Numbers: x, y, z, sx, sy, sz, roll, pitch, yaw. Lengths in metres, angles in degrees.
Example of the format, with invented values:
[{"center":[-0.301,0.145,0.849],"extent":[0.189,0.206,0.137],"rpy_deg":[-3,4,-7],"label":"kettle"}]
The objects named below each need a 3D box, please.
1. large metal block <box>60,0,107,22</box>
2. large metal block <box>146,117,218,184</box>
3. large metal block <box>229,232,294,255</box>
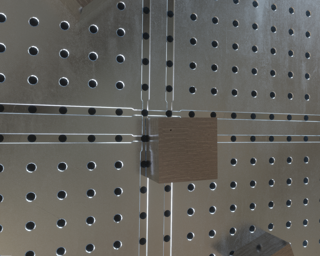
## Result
[{"center":[-0.091,-0.188,0.365],"extent":[0.080,0.050,0.080],"rpy_deg":[-44,104,-15],"label":"large metal block"},{"center":[0.028,0.026,0.409],"extent":[0.081,0.050,0.080],"rpy_deg":[-1,90,-20],"label":"large metal block"},{"center":[0.155,0.215,0.456],"extent":[0.081,0.050,0.080],"rpy_deg":[-23,98,-19],"label":"large metal block"}]
